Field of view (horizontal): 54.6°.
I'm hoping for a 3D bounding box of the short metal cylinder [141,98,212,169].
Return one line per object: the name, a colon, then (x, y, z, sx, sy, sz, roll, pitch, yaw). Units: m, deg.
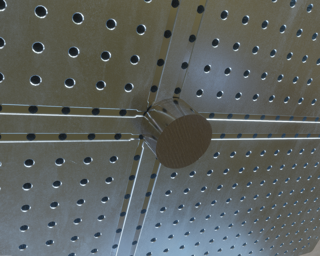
short metal cylinder: (0.021, 0.007, 0.410, 0.081, 0.050, 0.080, -14, 124, -21)
